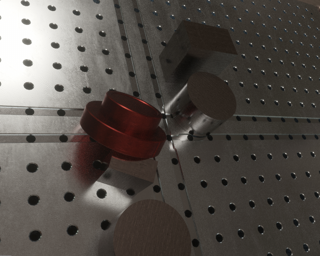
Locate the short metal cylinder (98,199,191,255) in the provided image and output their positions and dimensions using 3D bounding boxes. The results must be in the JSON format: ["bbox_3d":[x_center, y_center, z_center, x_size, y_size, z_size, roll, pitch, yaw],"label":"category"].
[{"bbox_3d":[-0.016,0.118,0.312,0.081,0.050,0.080,14,56,-21],"label":"short metal cylinder"}]

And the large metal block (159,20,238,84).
[{"bbox_3d":[0.056,-0.110,0.472,0.081,0.080,0.050,1,61,-28],"label":"large metal block"}]

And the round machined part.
[{"bbox_3d":[-0.036,-0.009,0.353,0.098,0.042,0.098,24,16,-7],"label":"round machined part"}]

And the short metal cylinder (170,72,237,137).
[{"bbox_3d":[0.062,-0.034,0.449,0.081,0.050,0.080,14,56,-21],"label":"short metal cylinder"}]

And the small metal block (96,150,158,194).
[{"bbox_3d":[-0.037,0.048,0.343,0.050,0.050,0.025,22,58,-16],"label":"small metal block"}]
